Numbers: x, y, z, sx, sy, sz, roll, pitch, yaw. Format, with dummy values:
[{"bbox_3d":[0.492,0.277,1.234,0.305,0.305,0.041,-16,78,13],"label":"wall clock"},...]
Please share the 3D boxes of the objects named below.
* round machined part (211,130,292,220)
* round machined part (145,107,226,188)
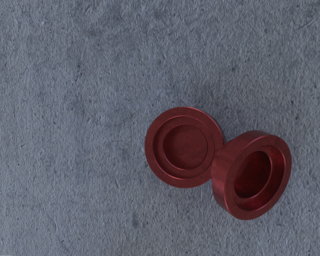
[{"bbox_3d":[0.097,0.049,0.347,0.042,0.099,0.097,28,102,56],"label":"round machined part"},{"bbox_3d":[0.034,0.023,0.388,0.098,0.042,0.097,0,90,20],"label":"round machined part"}]
